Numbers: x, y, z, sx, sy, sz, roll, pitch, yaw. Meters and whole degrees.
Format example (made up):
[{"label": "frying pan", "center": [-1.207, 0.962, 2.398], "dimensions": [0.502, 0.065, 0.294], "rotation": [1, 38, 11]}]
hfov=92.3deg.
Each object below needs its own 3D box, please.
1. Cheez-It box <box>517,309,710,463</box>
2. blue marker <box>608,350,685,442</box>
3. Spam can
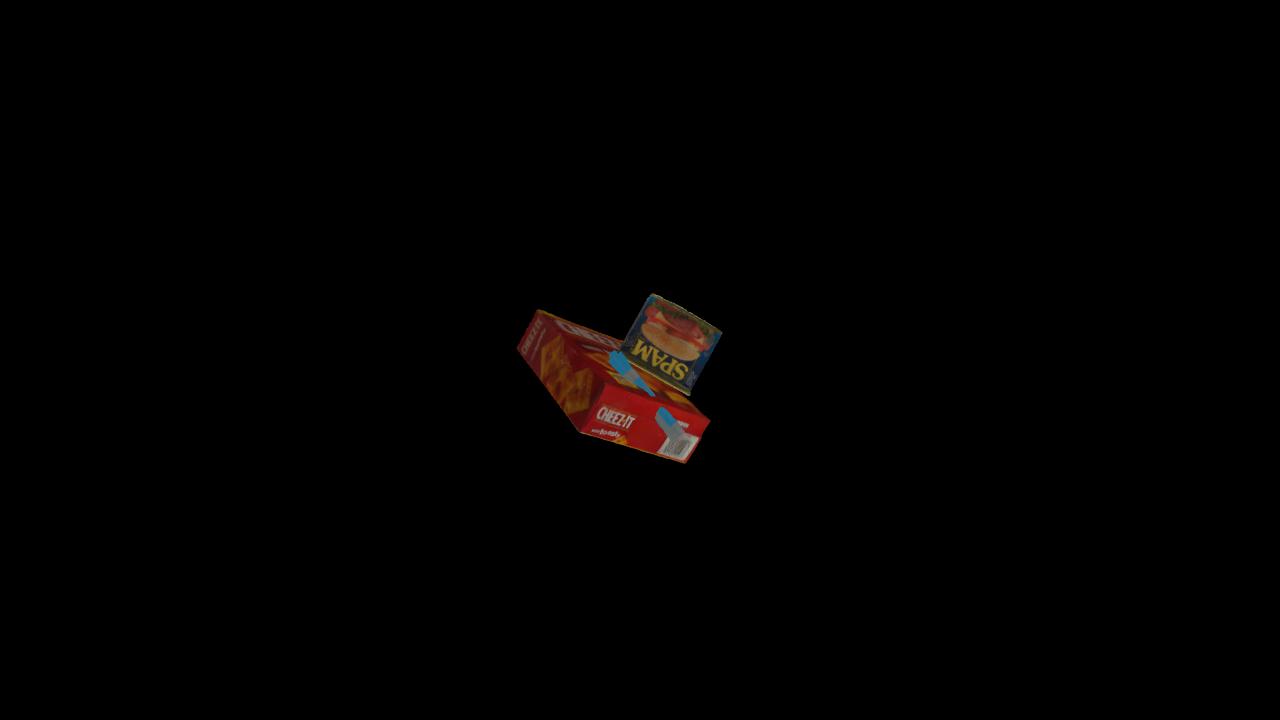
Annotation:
[{"label": "Cheez-It box", "center": [-0.038, 0.028, 0.770], "dimensions": [0.166, 0.071, 0.223], "rotation": [22, 13, -36]}, {"label": "blue marker", "center": [0.005, 0.039, 0.688], "dimensions": [0.020, 0.121, 0.020], "rotation": [-38, -3, -2]}, {"label": "Spam can", "center": [0.035, -0.019, 0.729], "dimensions": [0.101, 0.085, 0.058], "rotation": [30, -2, -5]}]
